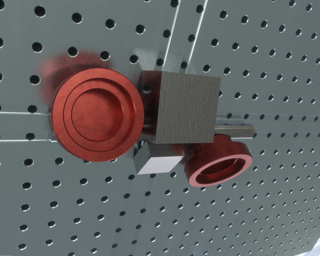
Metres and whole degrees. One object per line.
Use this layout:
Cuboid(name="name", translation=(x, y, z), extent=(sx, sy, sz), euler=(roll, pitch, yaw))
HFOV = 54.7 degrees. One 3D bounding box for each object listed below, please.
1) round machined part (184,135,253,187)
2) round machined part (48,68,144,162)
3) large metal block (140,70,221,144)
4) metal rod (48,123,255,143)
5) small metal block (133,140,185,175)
Cuboid(name="round machined part", translation=(0.082, 0.046, 0.458), extent=(0.099, 0.042, 0.098), euler=(-14, 148, -9))
Cuboid(name="round machined part", translation=(-0.070, -0.014, 0.337), extent=(0.099, 0.042, 0.097), euler=(-2, 93, -29))
Cuboid(name="large metal block", translation=(0.022, -0.026, 0.376), extent=(0.081, 0.050, 0.079), euler=(1, 100, -29))
Cuboid(name="metal rod", translation=(0.009, 0.005, 0.420), extent=(0.303, 0.025, 0.025), euler=(0, 118, -29))
Cuboid(name="small metal block", translation=(-0.002, 0.040, 0.422), extent=(0.050, 0.025, 0.050), euler=(1, 147, -29))
